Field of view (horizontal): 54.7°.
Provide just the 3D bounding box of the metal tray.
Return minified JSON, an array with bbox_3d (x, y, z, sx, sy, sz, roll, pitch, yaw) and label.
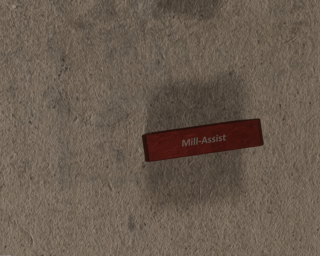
[{"bbox_3d":[0.047,0.013,0.378,0.131,0.090,0.030,-8,90,-1],"label":"metal tray"}]
